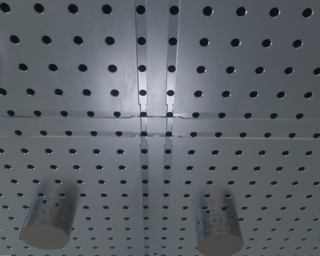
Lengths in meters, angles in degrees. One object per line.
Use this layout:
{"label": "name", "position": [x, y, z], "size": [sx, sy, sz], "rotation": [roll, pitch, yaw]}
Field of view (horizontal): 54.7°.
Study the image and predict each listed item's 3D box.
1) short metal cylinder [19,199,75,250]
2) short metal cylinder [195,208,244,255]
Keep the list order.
{"label": "short metal cylinder", "position": [-0.192, 0.167, 0.535], "size": [0.081, 0.050, 0.079], "rotation": [0, 130, 0]}
{"label": "short metal cylinder", "position": [0.105, 0.189, 0.557], "size": [0.081, 0.050, 0.079], "rotation": [0, 130, 0]}
